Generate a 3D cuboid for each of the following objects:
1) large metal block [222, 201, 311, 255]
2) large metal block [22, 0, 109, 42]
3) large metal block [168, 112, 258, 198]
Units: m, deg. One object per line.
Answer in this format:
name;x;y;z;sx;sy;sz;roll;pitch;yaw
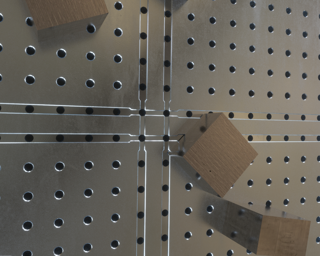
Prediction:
large metal block;0.148;0.142;0.440;0.081;0.080;0.050;12;86;-20
large metal block;-0.116;-0.154;0.357;0.081;0.050;0.080;-22;98;-19
large metal block;0.073;0.036;0.428;0.080;0.050;0.080;-47;105;-14
